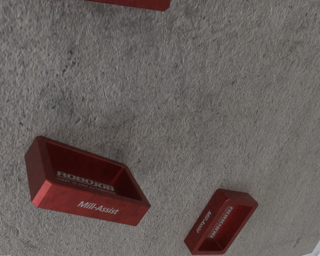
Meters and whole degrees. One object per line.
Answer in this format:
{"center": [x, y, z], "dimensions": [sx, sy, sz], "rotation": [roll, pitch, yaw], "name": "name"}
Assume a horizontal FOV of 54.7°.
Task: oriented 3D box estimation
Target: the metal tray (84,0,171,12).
{"center": [-0.047, -0.161, 0.278], "dimensions": [0.131, 0.030, 0.089], "rotation": [-3, 120, -27], "name": "metal tray"}

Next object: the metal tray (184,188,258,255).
{"center": [0.113, 0.177, 0.574], "dimensions": [0.091, 0.030, 0.129], "rotation": [16, 110, -35], "name": "metal tray"}

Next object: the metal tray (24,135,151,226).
{"center": [-0.082, 0.062, 0.357], "dimensions": [0.131, 0.090, 0.030], "rotation": [25, 105, -37], "name": "metal tray"}
